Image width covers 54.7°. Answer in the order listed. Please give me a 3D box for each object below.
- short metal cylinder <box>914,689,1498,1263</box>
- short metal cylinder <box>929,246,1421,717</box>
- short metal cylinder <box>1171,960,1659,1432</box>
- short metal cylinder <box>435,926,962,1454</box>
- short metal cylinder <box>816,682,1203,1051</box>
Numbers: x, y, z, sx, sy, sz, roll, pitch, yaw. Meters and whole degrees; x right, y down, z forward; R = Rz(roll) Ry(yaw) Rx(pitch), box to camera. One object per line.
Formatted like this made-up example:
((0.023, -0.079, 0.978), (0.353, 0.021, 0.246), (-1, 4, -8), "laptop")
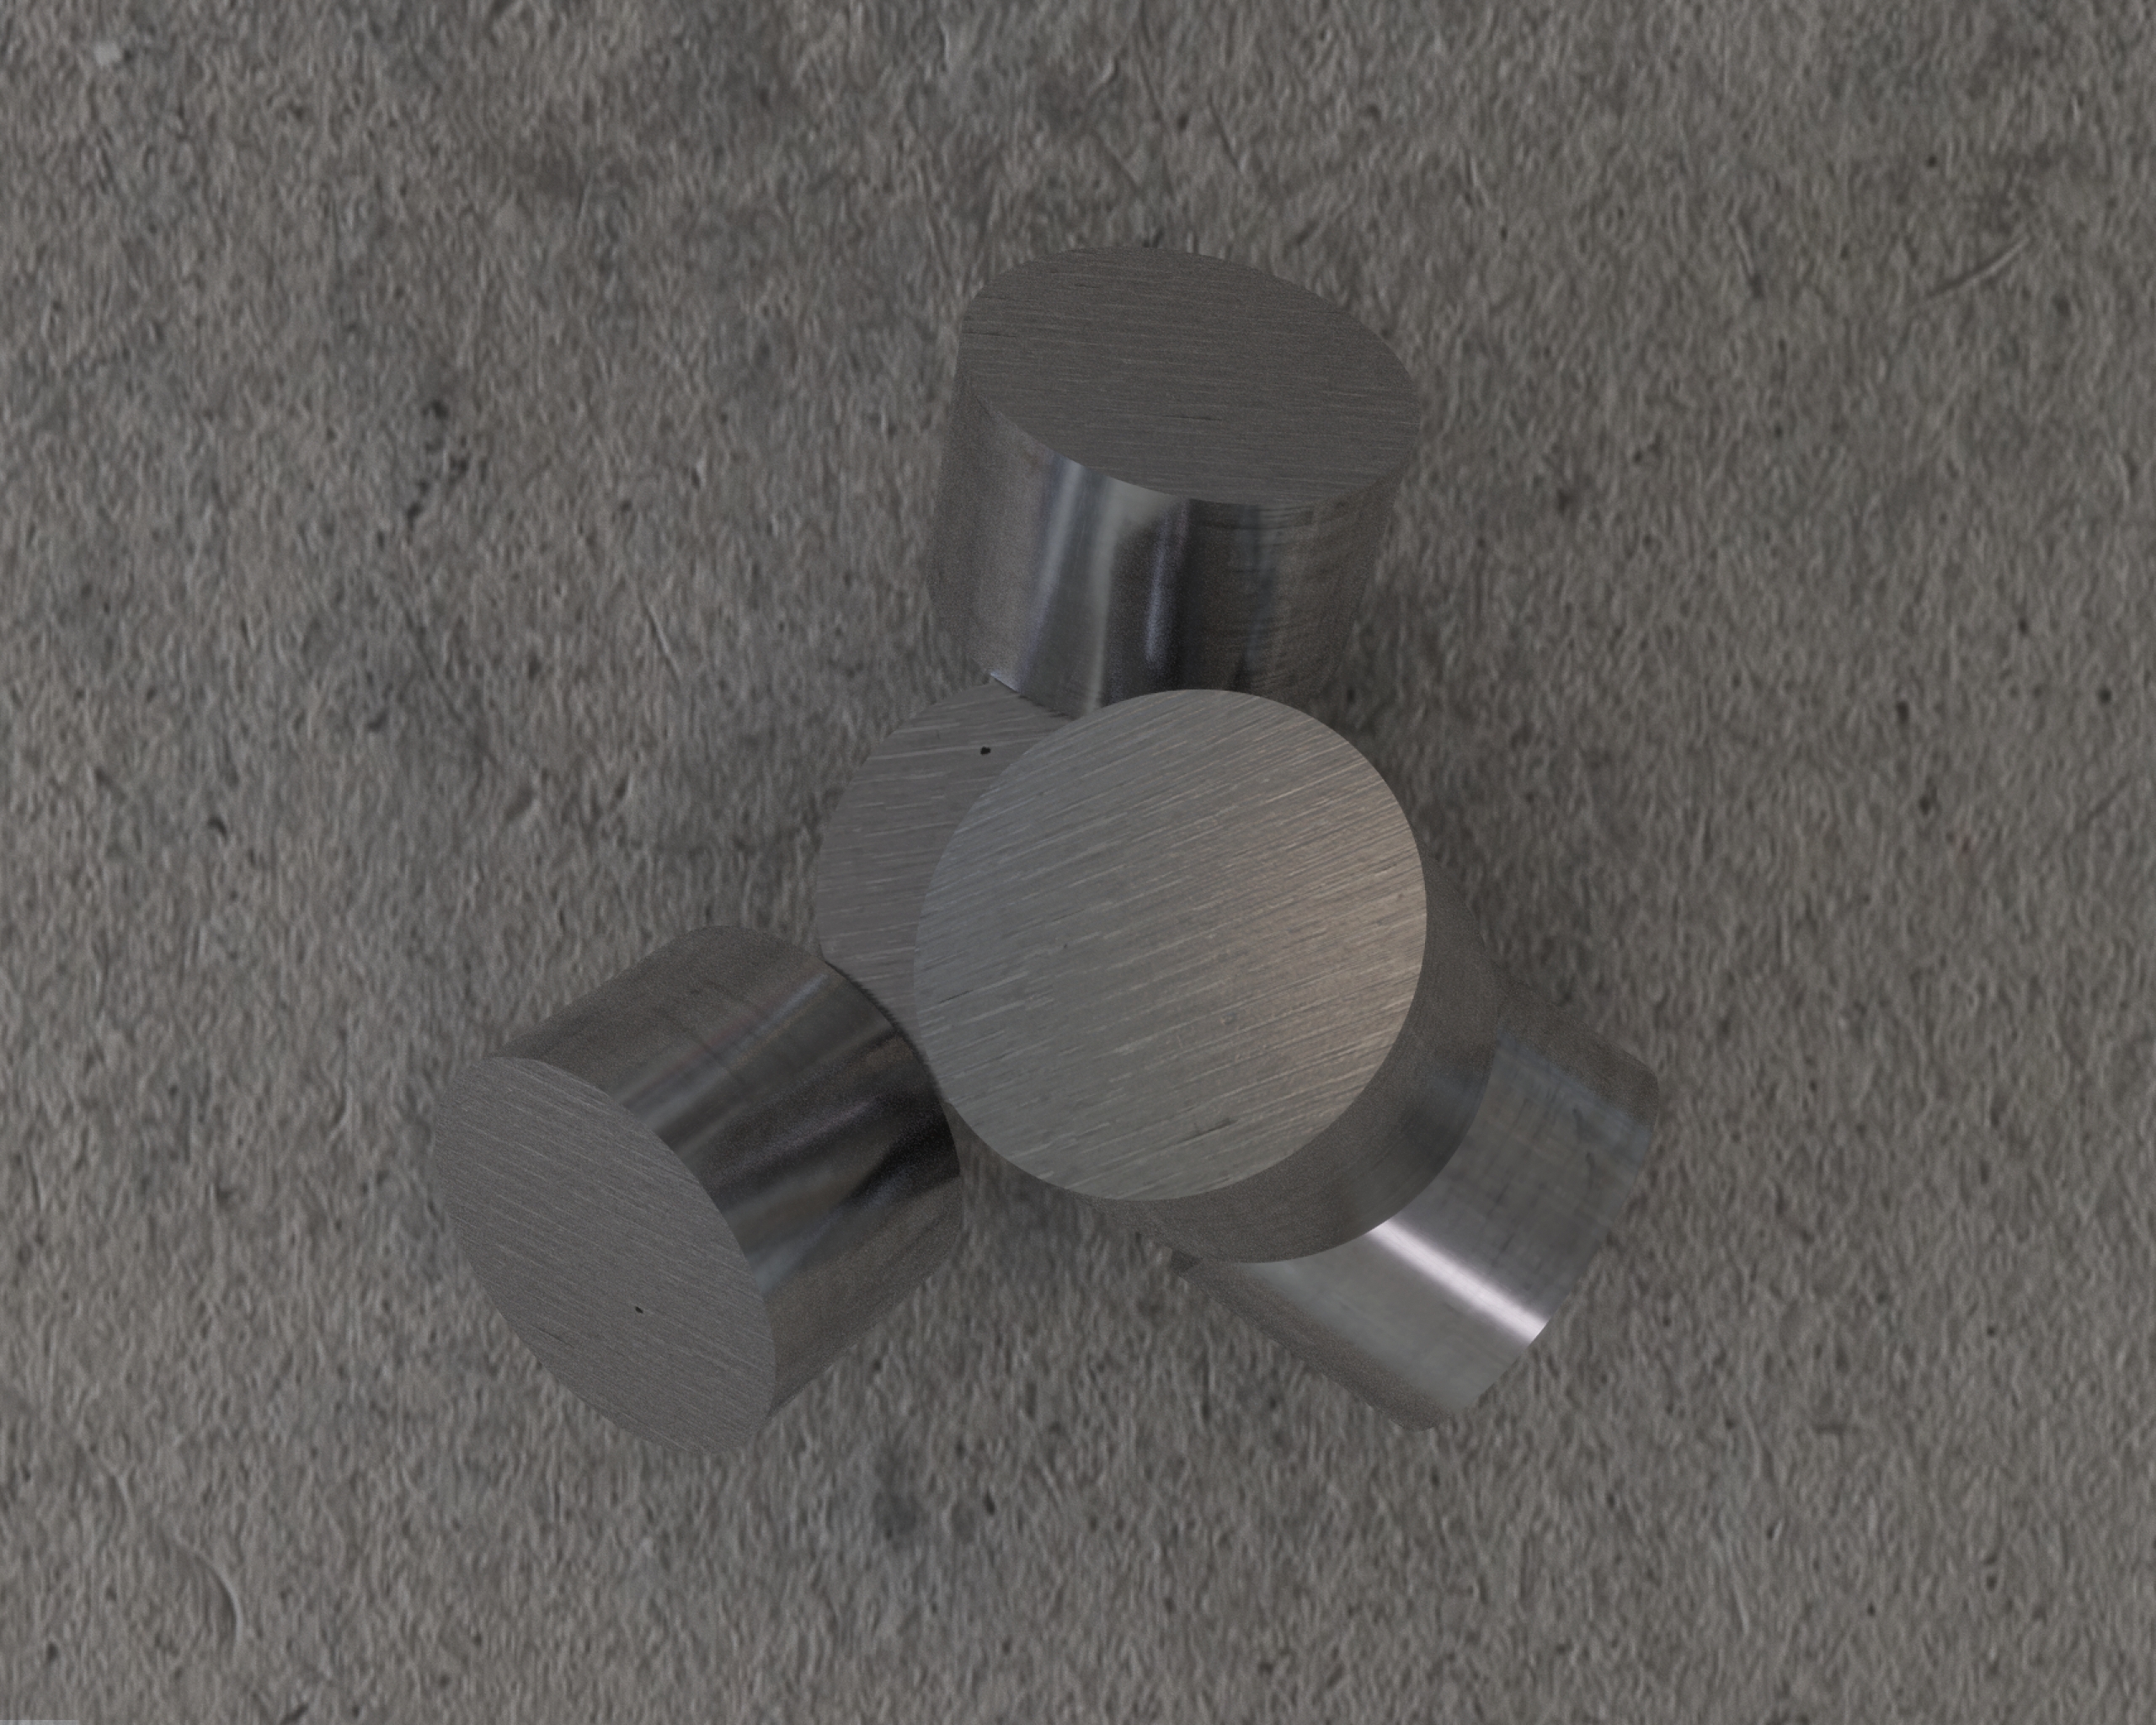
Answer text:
((0.021, 0.019, 0.331), (0.080, 0.050, 0.080), (-8, 67, 20), "short metal cylinder")
((0.016, -0.068, 0.376), (0.080, 0.080, 0.050), (14, 134, 0), "short metal cylinder")
((0.061, 0.056, 0.383), (0.050, 0.080, 0.080), (35, 90, 0), "short metal cylinder")
((-0.068, 0.058, 0.376), (0.080, 0.050, 0.079), (19, 125, 29), "short metal cylinder")
((-0.006, 0.006, 0.397), (0.081, 0.050, 0.080), (0, 90, 0), "short metal cylinder")
